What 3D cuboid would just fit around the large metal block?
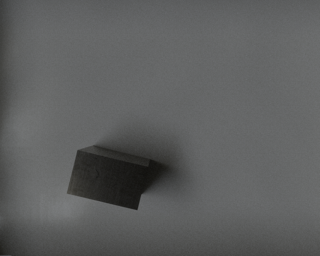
[{"bbox_3d":[-0.058,0.058,0.383,0.080,0.080,0.050,14,90,-1],"label":"large metal block"}]
